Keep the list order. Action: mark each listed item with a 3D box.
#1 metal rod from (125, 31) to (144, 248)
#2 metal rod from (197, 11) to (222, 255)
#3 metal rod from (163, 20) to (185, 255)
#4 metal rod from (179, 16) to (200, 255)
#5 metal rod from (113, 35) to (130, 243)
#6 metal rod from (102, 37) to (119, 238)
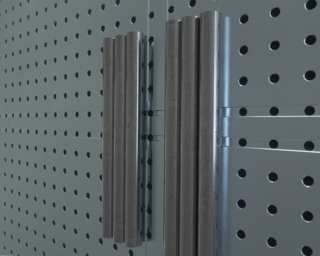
[{"bbox_3d":[-0.036,0.016,0.440,0.025,0.025,0.298,1,91,40],"label":"metal rod"},{"bbox_3d":[0.058,0.017,0.362,0.025,0.025,0.298,1,91,40],"label":"metal rod"},{"bbox_3d":[0.018,0.016,0.395,0.025,0.025,0.298,1,91,40],"label":"metal rod"},{"bbox_3d":[0.037,0.017,0.379,0.025,0.025,0.298,1,91,40],"label":"metal rod"},{"bbox_3d":[-0.055,0.016,0.456,0.025,0.025,0.298,1,91,40],"label":"metal rod"},{"bbox_3d":[-0.075,0.015,0.472,0.025,0.025,0.298,1,91,40],"label":"metal rod"}]
